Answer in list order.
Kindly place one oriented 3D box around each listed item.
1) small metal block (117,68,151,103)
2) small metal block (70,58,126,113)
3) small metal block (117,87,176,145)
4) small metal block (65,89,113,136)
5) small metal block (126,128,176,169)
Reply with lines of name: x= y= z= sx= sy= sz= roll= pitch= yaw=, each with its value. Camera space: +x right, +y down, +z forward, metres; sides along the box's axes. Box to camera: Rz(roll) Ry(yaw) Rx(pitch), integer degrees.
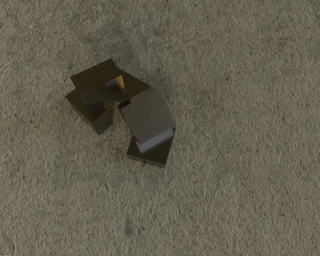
small metal block: x=-0.039 y=-0.047 z=0.413 sx=0.050 sy=0.050 sz=0.025 roll=31 pitch=73 yaw=10
small metal block: x=-0.070 y=-0.048 z=0.360 sx=0.050 sy=0.050 sz=0.025 roll=-28 pitch=73 yaw=-10
small metal block: x=-0.017 y=-0.015 z=0.375 sx=0.050 sy=0.025 sz=0.050 roll=-30 pitch=110 yaw=-11
small metal block: x=-0.091 y=-0.022 z=0.403 sx=0.025 sy=0.050 sz=0.050 roll=-43 pitch=76 yaw=-14
small metal block: x=-0.011 y=0.020 z=0.402 sx=0.050 sy=0.025 sz=0.050 roll=15 pitch=71 yaw=5
